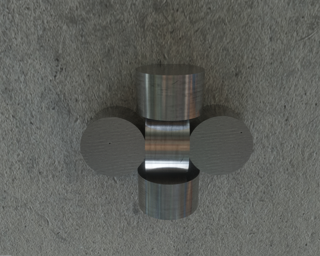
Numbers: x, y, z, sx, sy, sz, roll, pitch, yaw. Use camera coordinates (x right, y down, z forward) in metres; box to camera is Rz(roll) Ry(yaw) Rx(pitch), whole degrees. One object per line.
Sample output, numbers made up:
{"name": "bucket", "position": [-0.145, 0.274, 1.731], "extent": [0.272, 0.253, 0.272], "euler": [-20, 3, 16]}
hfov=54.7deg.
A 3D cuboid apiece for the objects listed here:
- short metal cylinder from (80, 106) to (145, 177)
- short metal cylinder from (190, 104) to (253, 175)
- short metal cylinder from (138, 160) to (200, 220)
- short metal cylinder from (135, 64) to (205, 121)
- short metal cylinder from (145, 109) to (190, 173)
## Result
{"name": "short metal cylinder", "position": [-0.058, 0.016, 0.403], "extent": [0.081, 0.050, 0.079], "euler": [0, 110, -1]}
{"name": "short metal cylinder", "position": [0.074, 0.014, 0.403], "extent": [0.081, 0.050, 0.079], "euler": [0, 111, 0]}
{"name": "short metal cylinder", "position": [0.011, 0.077, 0.411], "extent": [0.081, 0.080, 0.050], "euler": [0, 110, 0]}
{"name": "short metal cylinder", "position": [0.012, -0.045, 0.366], "extent": [0.081, 0.080, 0.050], "euler": [0, 110, 0]}
{"name": "short metal cylinder", "position": [0.008, 0.016, 0.388], "extent": [0.050, 0.080, 0.079], "euler": [1, 110, 0]}
